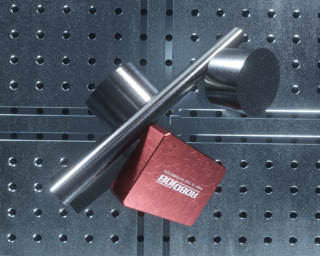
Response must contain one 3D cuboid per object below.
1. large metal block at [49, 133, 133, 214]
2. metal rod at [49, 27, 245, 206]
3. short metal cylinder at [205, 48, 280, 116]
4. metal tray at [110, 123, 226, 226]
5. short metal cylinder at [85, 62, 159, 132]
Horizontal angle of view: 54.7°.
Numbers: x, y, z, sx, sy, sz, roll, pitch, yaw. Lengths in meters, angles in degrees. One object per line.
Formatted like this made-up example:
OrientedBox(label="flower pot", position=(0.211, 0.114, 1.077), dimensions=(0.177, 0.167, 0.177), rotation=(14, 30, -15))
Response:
OrientedBox(label="large metal block", position=(-0.076, 0.051, 0.384), dimensions=(0.080, 0.080, 0.050), rotation=(-39, 90, 0))
OrientedBox(label="metal rod", position=(0.001, -0.028, 0.360), dimensions=(0.025, 0.025, 0.301), rotation=(47, 68, 0))
OrientedBox(label="short metal cylinder", position=(0.102, -0.058, 0.382), dimensions=(0.081, 0.050, 0.079), rotation=(-11, 109, -35))
OrientedBox(label="metal tray", position=(0.016, 0.061, 0.371), dimensions=(0.130, 0.030, 0.090), rotation=(32, 90, -42))
OrientedBox(label="short metal cylinder", position=(-0.045, -0.036, 0.385), dimensions=(0.080, 0.080, 0.050), rotation=(-43, 91, 0))
